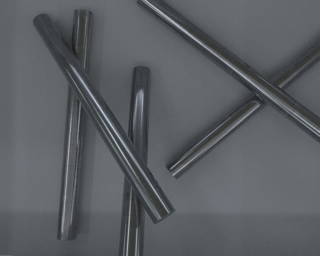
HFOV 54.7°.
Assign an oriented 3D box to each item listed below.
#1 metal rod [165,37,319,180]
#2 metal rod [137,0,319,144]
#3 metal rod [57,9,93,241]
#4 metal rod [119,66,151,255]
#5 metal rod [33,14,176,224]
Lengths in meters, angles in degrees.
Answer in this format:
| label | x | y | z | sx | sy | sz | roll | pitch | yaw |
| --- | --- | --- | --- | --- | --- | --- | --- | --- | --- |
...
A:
| label | x | y | z | sx | sy | sz | roll | pitch | yaw |
| --- | --- | --- | --- | --- | --- | --- | --- | --- | --- |
| metal rod | 0.130 | -0.037 | 0.413 | 0.300 | 0.025 | 0.025 | -40 | 91 | -1 |
| metal rod | 0.093 | -0.079 | 0.393 | 0.300 | 0.025 | 0.025 | 39 | 90 | 7 |
| metal rod | -0.112 | -0.004 | 0.409 | 0.025 | 0.025 | 0.298 | 4 | 90 | -1 |
| metal rod | -0.028 | 0.060 | 0.349 | 0.025 | 0.025 | 0.299 | 2 | 64 | 0 |
| metal rod | -0.076 | -0.026 | 0.359 | 0.025 | 0.025 | 0.299 | -35 | 70 | 0 |
